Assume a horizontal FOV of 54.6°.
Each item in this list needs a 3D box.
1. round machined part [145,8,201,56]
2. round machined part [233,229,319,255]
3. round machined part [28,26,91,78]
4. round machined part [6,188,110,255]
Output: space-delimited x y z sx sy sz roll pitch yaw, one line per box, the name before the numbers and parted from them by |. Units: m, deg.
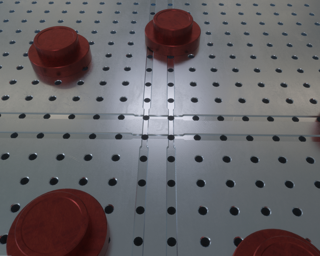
round machined part | 0.022 -0.173 0.542 0.099 0.042 0.098 0 50 0
round machined part | 0.113 0.139 0.281 0.099 0.042 0.098 0 50 0
round machined part | -0.165 -0.130 0.505 0.099 0.042 0.098 0 50 0
round machined part | -0.102 0.103 0.310 0.099 0.042 0.098 0 50 0
